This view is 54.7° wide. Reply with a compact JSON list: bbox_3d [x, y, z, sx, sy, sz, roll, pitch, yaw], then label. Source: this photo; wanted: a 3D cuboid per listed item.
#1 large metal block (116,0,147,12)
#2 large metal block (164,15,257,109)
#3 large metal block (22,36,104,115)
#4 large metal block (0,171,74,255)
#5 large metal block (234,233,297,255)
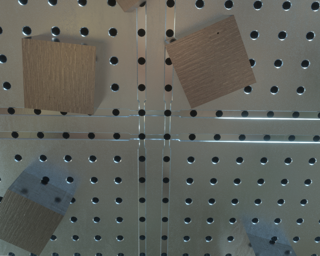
[{"bbox_3d":[-0.017,-0.167,0.322,0.080,0.080,0.050,-34,107,11],"label":"large metal block"},{"bbox_3d":[0.058,-0.080,0.371,0.080,0.050,0.080,-22,109,7],"label":"large metal block"},{"bbox_3d":[-0.115,-0.065,0.374,0.081,0.050,0.079,6,110,-3],"label":"large metal block"},{"bbox_3d":[-0.184,0.121,0.442,0.080,0.050,0.080,30,107,-11],"label":"large metal block"},{"bbox_3d":[0.161,0.223,0.485,0.080,0.050,0.079,19,109,-7],"label":"large metal block"}]
